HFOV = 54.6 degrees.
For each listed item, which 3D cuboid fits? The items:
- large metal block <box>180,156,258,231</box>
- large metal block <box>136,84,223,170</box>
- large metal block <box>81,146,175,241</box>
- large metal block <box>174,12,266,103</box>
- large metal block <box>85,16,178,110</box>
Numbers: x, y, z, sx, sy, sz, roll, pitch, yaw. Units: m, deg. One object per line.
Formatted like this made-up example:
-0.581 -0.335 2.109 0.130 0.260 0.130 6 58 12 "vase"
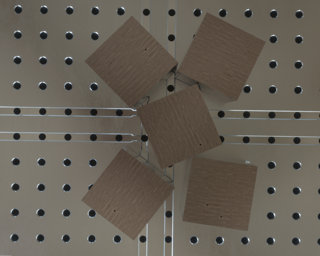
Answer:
0.073 0.080 0.401 0.080 0.050 0.080 9 90 -1 "large metal block"
0.024 -0.002 0.400 0.080 0.050 0.080 -23 90 0 "large metal block"
-0.039 0.080 0.399 0.080 0.050 0.080 38 90 0 "large metal block"
0.074 -0.087 0.400 0.080 0.050 0.080 26 90 -3 "large metal block"
-0.034 -0.080 0.400 0.080 0.050 0.080 -44 90 0 "large metal block"
